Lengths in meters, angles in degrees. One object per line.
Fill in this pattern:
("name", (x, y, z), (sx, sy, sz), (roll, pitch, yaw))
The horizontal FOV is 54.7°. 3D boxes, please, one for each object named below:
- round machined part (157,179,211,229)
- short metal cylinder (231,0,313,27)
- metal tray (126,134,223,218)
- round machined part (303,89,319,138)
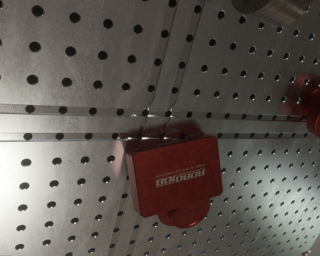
("round machined part", (0.042, 0.123, 0.502), (0.099, 0.042, 0.097), (-14, 125, -21))
("short metal cylinder", (0.127, -0.160, 0.348), (0.050, 0.080, 0.079), (9, 114, -33))
("metal tray", (0.023, 0.064, 0.438), (0.131, 0.030, 0.089), (-10, 97, -23))
("round machined part", (0.295, -0.032, 0.545), (0.099, 0.042, 0.097), (-14, 125, -21))
